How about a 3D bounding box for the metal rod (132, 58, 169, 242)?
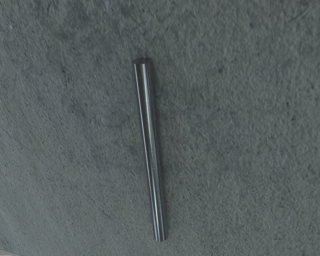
[{"bbox_3d":[-0.010,0.049,0.440,0.025,0.025,0.298,9,122,23],"label":"metal rod"}]
